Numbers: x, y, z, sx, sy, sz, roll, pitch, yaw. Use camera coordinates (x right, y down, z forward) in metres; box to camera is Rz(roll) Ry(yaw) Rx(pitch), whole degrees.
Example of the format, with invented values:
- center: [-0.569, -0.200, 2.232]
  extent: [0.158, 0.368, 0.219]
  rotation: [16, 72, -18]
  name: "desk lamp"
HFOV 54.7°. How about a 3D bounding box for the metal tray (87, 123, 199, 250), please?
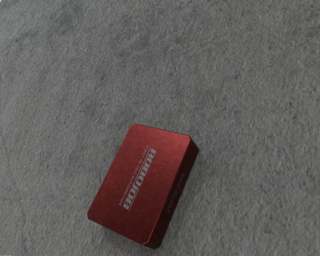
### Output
- center: [-0.019, 0.064, 0.370]
  extent: [0.090, 0.030, 0.130]
  rotation: [12, 68, 33]
  name: "metal tray"
